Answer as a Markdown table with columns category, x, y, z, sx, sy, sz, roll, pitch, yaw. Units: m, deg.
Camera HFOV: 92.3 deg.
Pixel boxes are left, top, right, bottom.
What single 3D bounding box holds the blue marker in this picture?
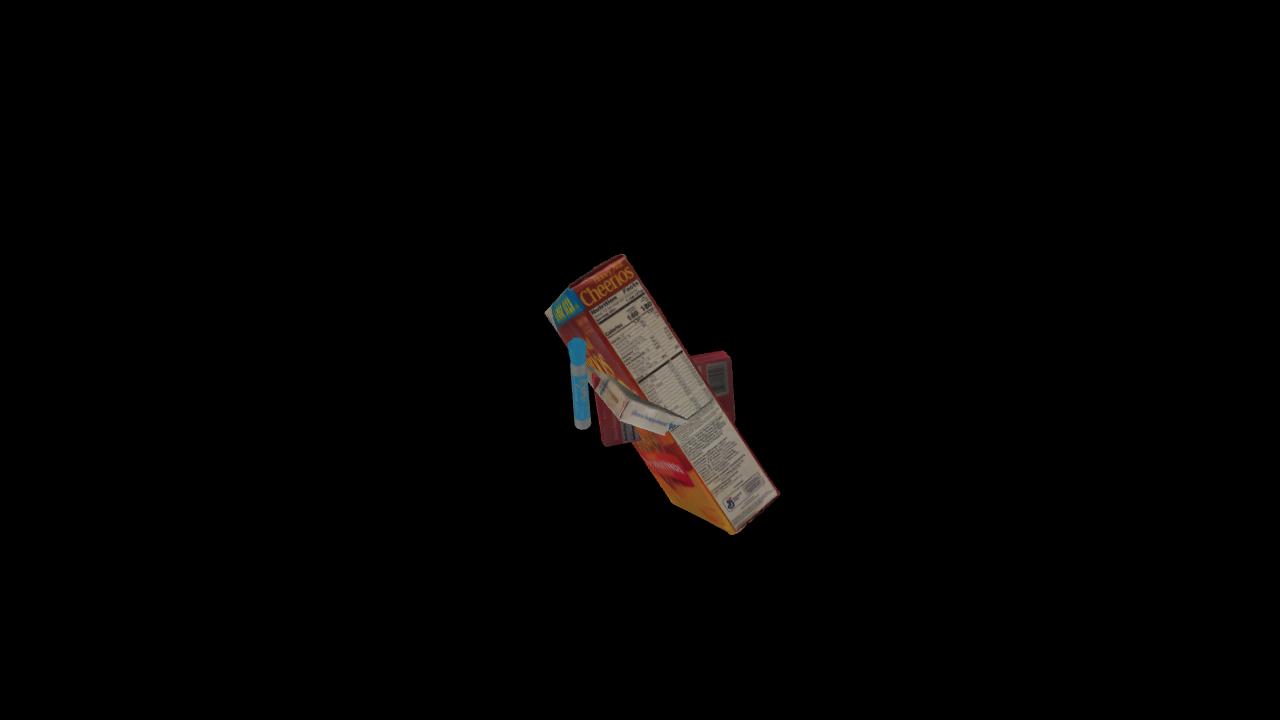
| category | x | y | z | sx | sy | sz | roll | pitch | yaw |
| --- | --- | --- | --- | --- | --- | --- | --- | --- | --- |
| blue marker | -0.064 | 0.026 | 0.651 | 0.020 | 0.121 | 0.020 | 0 | 40 | 0 |

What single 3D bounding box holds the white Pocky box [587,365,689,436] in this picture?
| category | x | y | z | sx | sy | sz | roll | pitch | yaw |
| --- | --- | --- | --- | --- | --- | --- | --- | --- | --- |
| white Pocky box | -0.007 | 0.037 | 0.670 | 0.084 | 0.028 | 0.154 | 21 | 10 | -26 |

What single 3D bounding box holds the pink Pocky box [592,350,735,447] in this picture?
| category | x | y | z | sx | sy | sz | roll | pitch | yaw |
| --- | --- | --- | --- | --- | --- | --- | --- | --- | --- |
| pink Pocky box | 0.028 | 0.043 | 0.691 | 0.155 | 0.084 | 0.029 | -10 | 22 | -6 |

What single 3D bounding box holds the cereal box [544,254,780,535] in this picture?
| category | x | y | z | sx | sy | sz | roll | pitch | yaw |
| --- | --- | --- | --- | --- | --- | --- | --- | --- | --- |
| cereal box | 0.011 | 0.040 | 0.708 | 0.081 | 0.306 | 0.203 | -36 | 8 | -15 |
